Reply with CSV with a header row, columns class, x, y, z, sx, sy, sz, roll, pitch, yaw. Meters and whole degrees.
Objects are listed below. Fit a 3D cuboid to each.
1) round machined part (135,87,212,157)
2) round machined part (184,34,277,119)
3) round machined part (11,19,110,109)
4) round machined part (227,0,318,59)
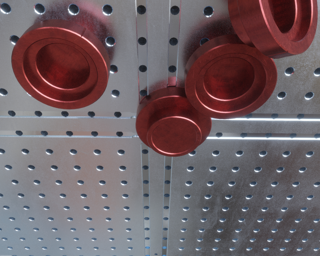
class,x,y,z,sx,sy,sz,roll,pitch,yaw
round machined part,0.018,-0.001,0.400,0.099,0.042,0.097,0,130,0
round machined part,0.076,-0.060,0.349,0.099,0.042,0.097,0,131,0
round machined part,-0.103,-0.071,0.339,0.099,0.042,0.097,0,130,0
round machined part,0.100,-0.111,0.282,0.098,0.098,0.042,42,154,-30
